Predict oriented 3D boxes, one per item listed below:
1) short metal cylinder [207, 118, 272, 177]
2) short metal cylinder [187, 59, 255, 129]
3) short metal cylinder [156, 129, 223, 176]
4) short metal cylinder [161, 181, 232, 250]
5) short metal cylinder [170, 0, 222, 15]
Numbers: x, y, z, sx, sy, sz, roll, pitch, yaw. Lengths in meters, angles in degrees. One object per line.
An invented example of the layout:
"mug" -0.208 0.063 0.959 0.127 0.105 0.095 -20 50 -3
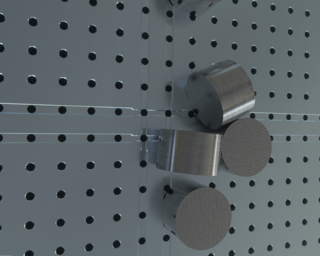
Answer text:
"short metal cylinder" 0.109 0.026 0.439 0.081 0.050 0.079 0 90 -20
"short metal cylinder" 0.079 -0.045 0.412 0.050 0.080 0.080 -25 99 -18
"short metal cylinder" 0.037 0.030 0.397 0.081 0.080 0.050 7 88 -20
"short metal cylinder" 0.048 0.115 0.417 0.081 0.050 0.079 0 90 -20
"short metal cylinder" 0.053 -0.201 0.418 0.081 0.050 0.079 0 90 -20
